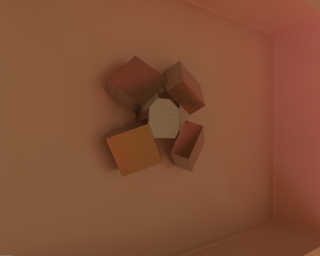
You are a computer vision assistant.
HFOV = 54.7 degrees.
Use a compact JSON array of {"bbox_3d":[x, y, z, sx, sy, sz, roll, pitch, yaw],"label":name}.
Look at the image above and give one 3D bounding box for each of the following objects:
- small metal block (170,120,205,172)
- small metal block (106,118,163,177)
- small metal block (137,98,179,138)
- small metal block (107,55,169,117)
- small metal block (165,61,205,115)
[{"bbox_3d":[0.039,0.026,0.422,0.050,0.025,0.050,-63,159,-21],"label":"small metal block"},{"bbox_3d":[-0.029,0.023,0.364,0.050,0.025,0.050,-20,107,0],"label":"small metal block"},{"bbox_3d":[-0.002,-0.012,0.401,0.050,0.025,0.050,2,89,-40],"label":"small metal block"},{"bbox_3d":[-0.026,-0.049,0.365,0.050,0.025,0.050,37,62,7],"label":"small metal block"},{"bbox_3d":[0.033,-0.054,0.416,0.050,0.025,0.050,42,27,-32],"label":"small metal block"}]
